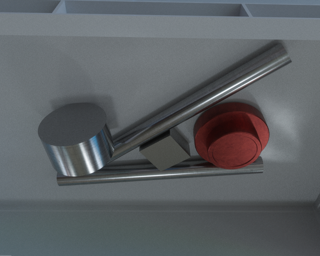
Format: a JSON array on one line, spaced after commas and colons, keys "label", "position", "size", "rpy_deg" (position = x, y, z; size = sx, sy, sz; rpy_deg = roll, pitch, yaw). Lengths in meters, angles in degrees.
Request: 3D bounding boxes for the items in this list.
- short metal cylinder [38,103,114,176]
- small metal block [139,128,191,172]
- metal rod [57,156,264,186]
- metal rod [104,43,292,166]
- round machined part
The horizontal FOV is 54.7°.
[{"label": "short metal cylinder", "position": [-0.101, 0.013, 0.381], "size": [0.080, 0.080, 0.050], "rpy_deg": [-4, 130, 3]}, {"label": "small metal block", "position": [0.007, 0.028, 0.430], "size": [0.050, 0.025, 0.050], "rpy_deg": [-29, 125, 22]}, {"label": "metal rod", "position": [-0.001, 0.065, 0.462], "size": [0.302, 0.025, 0.025], "rpy_deg": [-4, 130, 3]}, {"label": "metal rod", "position": [0.017, -0.015, 0.395], "size": [0.300, 0.025, 0.025], "rpy_deg": [-29, 125, 22]}, {"label": "round machined part", "position": [0.095, 0.017, 0.410], "size": [0.099, 0.042, 0.097], "rpy_deg": [-1, 130, 0]}]
